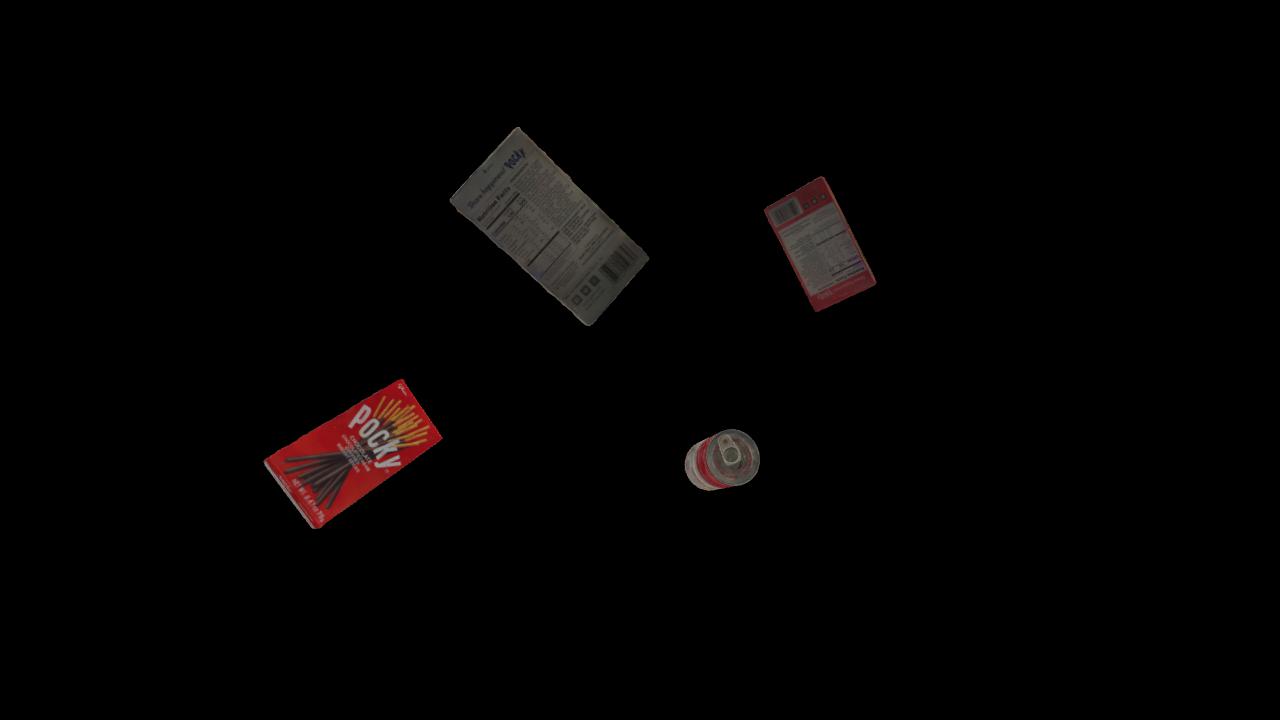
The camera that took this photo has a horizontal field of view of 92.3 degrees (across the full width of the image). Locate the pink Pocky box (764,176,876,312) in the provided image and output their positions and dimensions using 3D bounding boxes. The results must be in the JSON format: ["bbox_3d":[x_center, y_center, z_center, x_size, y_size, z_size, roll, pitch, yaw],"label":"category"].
[{"bbox_3d":[0.235,-0.149,0.802,0.084,0.155,0.029,-27,2,28],"label":"pink Pocky box"}]

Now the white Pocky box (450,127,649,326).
[{"bbox_3d":[-0.073,-0.109,0.520,0.154,0.084,0.028,42,-3,-17],"label":"white Pocky box"}]

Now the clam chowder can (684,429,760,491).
[{"bbox_3d":[0.100,0.128,0.774,0.068,0.068,0.102,0,-15,-13],"label":"clam chowder can"}]

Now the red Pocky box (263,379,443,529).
[{"bbox_3d":[-0.286,0.090,0.629,0.028,0.083,0.155,-25,11,43],"label":"red Pocky box"}]
